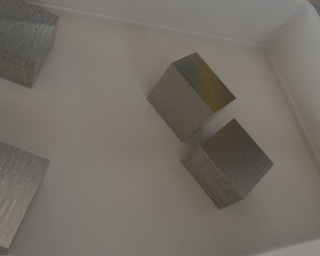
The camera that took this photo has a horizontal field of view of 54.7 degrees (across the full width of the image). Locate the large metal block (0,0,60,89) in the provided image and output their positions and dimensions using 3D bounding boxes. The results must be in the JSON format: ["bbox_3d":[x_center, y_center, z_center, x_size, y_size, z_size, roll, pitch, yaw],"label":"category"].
[{"bbox_3d":[-0.173,-0.104,0.360,0.080,0.050,0.080,21,54,-16],"label":"large metal block"}]

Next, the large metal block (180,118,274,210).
[{"bbox_3d":[0.089,0.046,0.409,0.081,0.050,0.080,-33,80,-38],"label":"large metal block"}]

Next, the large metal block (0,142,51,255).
[{"bbox_3d":[-0.155,0.057,0.271,0.080,0.050,0.080,24,53,-14],"label":"large metal block"}]

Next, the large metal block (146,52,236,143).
[{"bbox_3d":[0.039,-0.040,0.415,0.050,0.080,0.080,-32,80,-38],"label":"large metal block"}]
